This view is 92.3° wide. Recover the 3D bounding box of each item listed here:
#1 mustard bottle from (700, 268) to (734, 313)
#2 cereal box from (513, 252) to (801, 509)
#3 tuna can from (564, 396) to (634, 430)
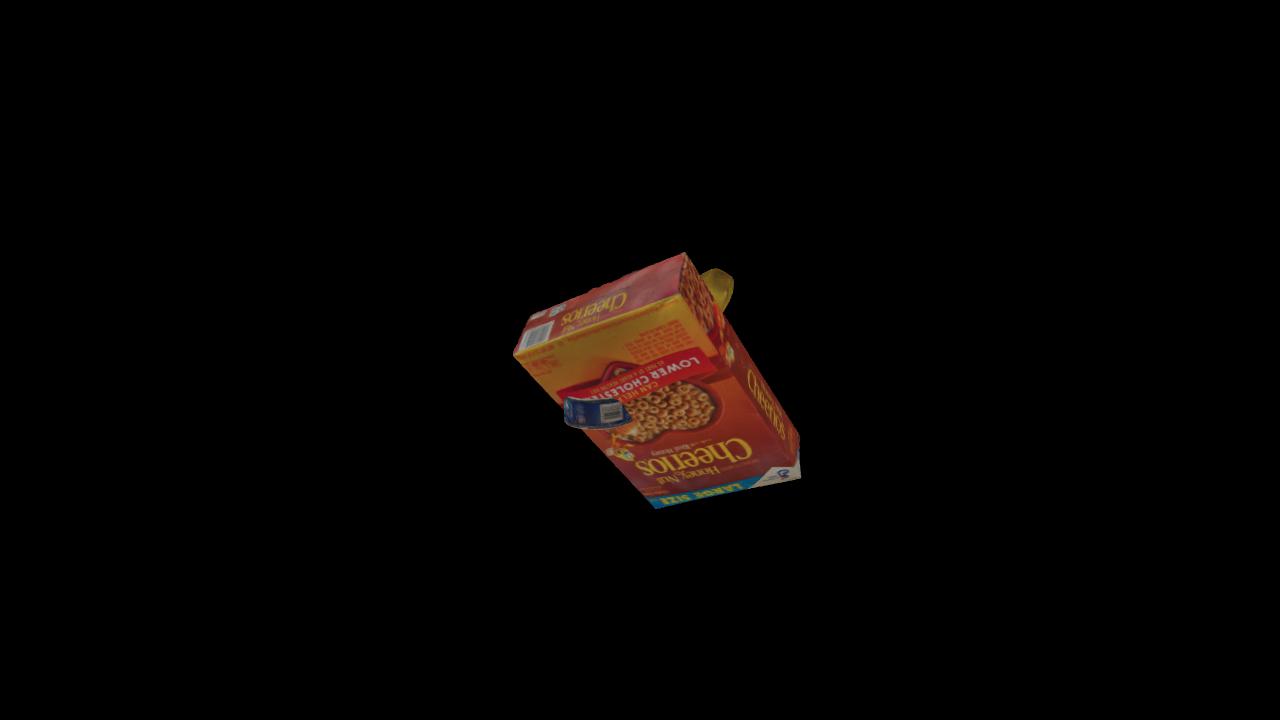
[{"bbox_3d":[0.058,-0.026,0.750,0.054,0.184,0.092,34,-38,-7],"label":"mustard bottle"},{"bbox_3d":[0.033,0.045,0.697,0.203,0.081,0.306,-18,-53,27],"label":"cereal box"},{"bbox_3d":[-0.044,0.048,0.687,0.084,0.034,0.084,-3,14,1],"label":"tuna can"}]
